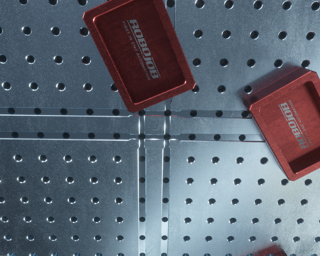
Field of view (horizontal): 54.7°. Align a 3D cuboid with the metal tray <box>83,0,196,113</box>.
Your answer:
[{"bbox_3d":[-0.022,-0.094,0.375,0.090,0.030,0.129,-22,109,7],"label":"metal tray"}]

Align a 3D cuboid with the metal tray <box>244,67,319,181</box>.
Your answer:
[{"bbox_3d":[0.183,-0.003,0.412,0.090,0.030,0.130,-31,108,10],"label":"metal tray"}]

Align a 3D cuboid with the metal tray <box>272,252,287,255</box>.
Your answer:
[{"bbox_3d":[0.167,0.270,0.512,0.130,0.030,0.090,-27,108,9],"label":"metal tray"}]
